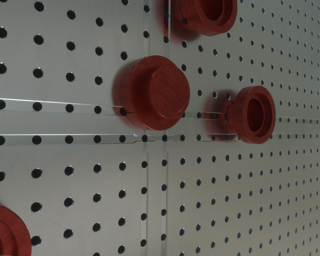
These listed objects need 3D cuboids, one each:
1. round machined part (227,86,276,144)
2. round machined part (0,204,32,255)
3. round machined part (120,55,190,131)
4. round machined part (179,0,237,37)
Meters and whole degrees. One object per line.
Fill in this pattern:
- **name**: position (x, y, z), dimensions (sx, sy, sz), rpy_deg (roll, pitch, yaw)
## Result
- **round machined part**: position (0.153, -0.022, 0.530), dimensions (0.099, 0.042, 0.097), rpy_deg (0, 90, -40)
- **round machined part**: position (-0.166, 0.107, 0.260), dimensions (0.099, 0.042, 0.097), rpy_deg (0, 90, -40)
- **round machined part**: position (0.001, -0.045, 0.401), dimensions (0.099, 0.042, 0.097), rpy_deg (0, 90, -40)
- **round machined part**: position (0.067, -0.184, 0.457), dimensions (0.099, 0.042, 0.097), rpy_deg (0, 90, -40)
